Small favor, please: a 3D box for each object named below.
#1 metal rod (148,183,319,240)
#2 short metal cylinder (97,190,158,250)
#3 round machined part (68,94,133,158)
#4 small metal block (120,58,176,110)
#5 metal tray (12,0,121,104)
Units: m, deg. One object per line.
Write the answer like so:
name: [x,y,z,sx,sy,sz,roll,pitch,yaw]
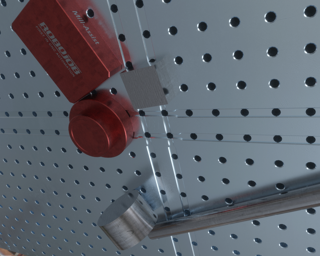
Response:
metal rod: [0.094,0.123,0.436,0.299,0.025,0.025,-26,104,36]
short metal cylinder: [-0.051,0.144,0.490,0.080,0.080,0.050,-28,103,37]
round machined part: [-0.092,0.003,0.449,0.098,0.042,0.097,13,124,20]
small metal block: [-0.015,-0.054,0.384,0.050,0.025,0.050,-7,115,31]
metal tray: [-0.122,-0.106,0.405,0.090,0.030,0.130,-27,104,37]
